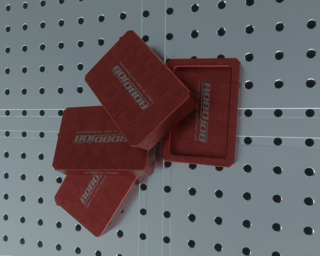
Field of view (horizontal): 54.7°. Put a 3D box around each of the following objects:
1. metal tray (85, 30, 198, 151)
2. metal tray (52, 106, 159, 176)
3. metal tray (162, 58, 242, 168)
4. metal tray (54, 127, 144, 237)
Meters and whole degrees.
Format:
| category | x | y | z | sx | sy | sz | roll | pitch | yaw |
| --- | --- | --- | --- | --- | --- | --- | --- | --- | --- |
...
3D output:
| category | x | y | z | sx | sy | sz | roll | pitch | yaw |
| --- | --- | --- | --- | --- | --- | --- | --- | --- | --- |
| metal tray | -0.027 | -0.048 | 0.382 | 0.090 | 0.030 | 0.130 | -44 | 62 | 10 |
| metal tray | -0.071 | 0.016 | 0.413 | 0.130 | 0.030 | 0.090 | -2 | 68 | 16 |
| metal tray | 0.053 | -0.020 | 0.390 | 0.090 | 0.030 | 0.129 | 4 | 91 | 19 |
| metal tray | -0.081 | 0.074 | 0.437 | 0.090 | 0.030 | 0.129 | 34 | 101 | 16 |
